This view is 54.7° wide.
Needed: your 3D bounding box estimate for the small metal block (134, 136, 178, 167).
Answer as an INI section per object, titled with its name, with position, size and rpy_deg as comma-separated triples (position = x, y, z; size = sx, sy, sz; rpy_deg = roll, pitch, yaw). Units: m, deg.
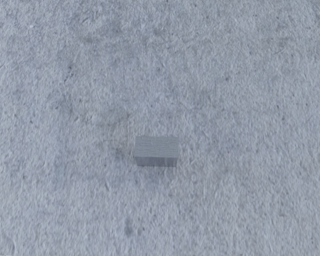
[small metal block]
position = -0.004, 0.030, 0.384
size = 0.050, 0.050, 0.025
rpy_deg = 1, 70, 0
